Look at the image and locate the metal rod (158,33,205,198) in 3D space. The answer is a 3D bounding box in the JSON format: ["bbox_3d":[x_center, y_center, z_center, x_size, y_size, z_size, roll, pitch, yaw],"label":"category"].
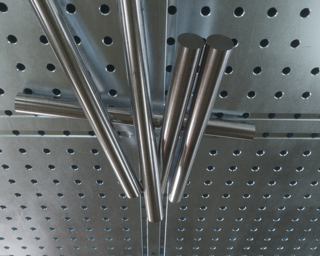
[{"bbox_3d":[0.010,0.016,0.393,0.025,0.025,0.298,5,140,-5],"label":"metal rod"}]

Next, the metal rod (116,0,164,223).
[{"bbox_3d":[-0.019,0.000,0.377,0.025,0.025,0.298,-4,120,3],"label":"metal rod"}]

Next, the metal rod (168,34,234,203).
[{"bbox_3d":[0.040,0.017,0.394,0.025,0.025,0.298,4,140,-4],"label":"metal rod"}]

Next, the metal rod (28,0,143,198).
[{"bbox_3d":[-0.080,-0.033,0.355,0.025,0.025,0.299,-14,121,11],"label":"metal rod"}]

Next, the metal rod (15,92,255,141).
[{"bbox_3d":[-0.026,-0.013,0.399,0.302,0.025,0.025,7,130,-7],"label":"metal rod"}]
